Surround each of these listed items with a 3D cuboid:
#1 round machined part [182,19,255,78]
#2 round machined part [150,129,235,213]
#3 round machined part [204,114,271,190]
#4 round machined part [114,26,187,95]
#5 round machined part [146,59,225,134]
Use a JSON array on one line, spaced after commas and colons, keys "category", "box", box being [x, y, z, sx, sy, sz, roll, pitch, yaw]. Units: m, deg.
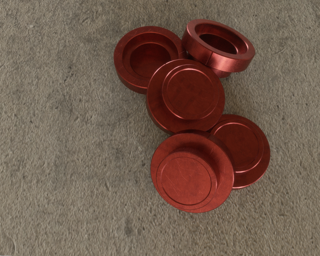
[{"category": "round machined part", "box": [0.076, -0.105, 0.425, 0.099, 0.042, 0.098, 13, 42, -12]}, {"category": "round machined part", "box": [0.034, 0.053, 0.354, 0.098, 0.042, 0.097, 5, 105, 18]}, {"category": "round machined part", "box": [0.091, 0.027, 0.391, 0.099, 0.042, 0.098, 0, 70, -1]}, {"category": "round machined part", "box": [-0.013, -0.089, 0.433, 0.099, 0.042, 0.098, 0, 70, -1]}, {"category": "round machined part", "box": [0.033, -0.039, 0.380, 0.099, 0.042, 0.097, 1, 80, -8]}]
